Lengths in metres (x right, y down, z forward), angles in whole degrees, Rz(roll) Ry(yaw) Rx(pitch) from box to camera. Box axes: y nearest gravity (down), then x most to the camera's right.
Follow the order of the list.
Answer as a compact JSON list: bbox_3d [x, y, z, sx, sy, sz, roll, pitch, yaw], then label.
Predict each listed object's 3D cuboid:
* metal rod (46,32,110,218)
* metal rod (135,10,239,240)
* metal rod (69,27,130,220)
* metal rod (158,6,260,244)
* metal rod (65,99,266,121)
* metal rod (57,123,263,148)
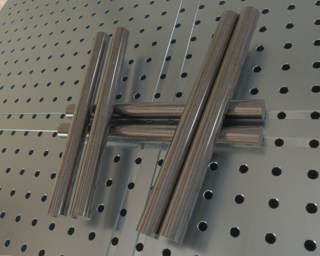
[{"bbox_3d":[-0.112,-0.023,0.451,0.025,0.025,0.300,-8,58,24],"label":"metal rod"},{"bbox_3d":[0.041,-0.020,0.369,0.025,0.025,0.300,10,66,32],"label":"metal rod"},{"bbox_3d":[-0.078,-0.025,0.435,0.025,0.025,0.300,-7,58,24],"label":"metal rod"},{"bbox_3d":[0.064,-0.020,0.357,0.025,0.025,0.300,10,66,32],"label":"metal rod"},{"bbox_3d":[-0.012,-0.024,0.431,0.300,0.025,0.025,1,62,28],"label":"metal rod"},{"bbox_3d":[-0.020,0.007,0.416,0.300,0.025,0.025,1,62,28],"label":"metal rod"}]
